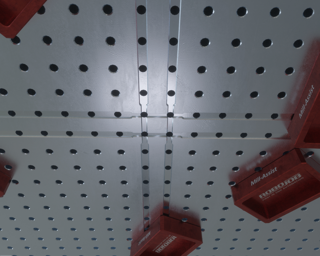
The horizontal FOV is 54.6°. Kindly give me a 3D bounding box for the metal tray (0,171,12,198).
[{"bbox_3d":[-0.313,0.095,0.486,0.130,0.030,0.090,-31,124,23],"label":"metal tray"}]

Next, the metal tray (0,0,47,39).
[{"bbox_3d":[-0.132,-0.155,0.275,0.130,0.030,0.090,-34,123,25],"label":"metal tray"}]

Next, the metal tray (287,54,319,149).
[{"bbox_3d":[0.225,-0.030,0.383,0.091,0.030,0.129,2,130,-2],"label":"metal tray"}]

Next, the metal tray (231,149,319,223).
[{"bbox_3d":[0.191,0.096,0.491,0.090,0.030,0.130,34,122,-25],"label":"metal tray"}]

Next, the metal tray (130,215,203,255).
[{"bbox_3d":[0.010,0.225,0.599,0.090,0.030,0.129,23,126,-19],"label":"metal tray"}]
